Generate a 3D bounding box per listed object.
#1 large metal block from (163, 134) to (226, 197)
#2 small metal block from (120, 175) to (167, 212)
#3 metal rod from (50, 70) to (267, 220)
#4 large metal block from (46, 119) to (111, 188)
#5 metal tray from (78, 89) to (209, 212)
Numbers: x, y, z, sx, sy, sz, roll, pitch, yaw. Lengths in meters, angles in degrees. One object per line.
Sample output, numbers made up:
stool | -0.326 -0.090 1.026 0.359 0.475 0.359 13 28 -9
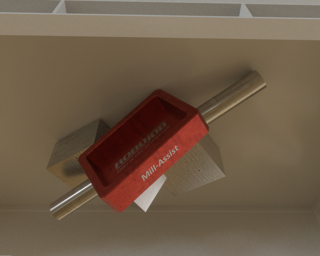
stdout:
large metal block | 0.032 0.040 0.426 0.080 0.050 0.080 -27 126 20
small metal block | -0.028 0.071 0.387 0.050 0.050 0.025 6 143 46
metal rod | -0.007 0.024 0.379 0.300 0.025 0.025 -33 124 7
large metal block | -0.091 0.046 0.426 0.080 0.050 0.080 -27 126 20
metal tray | -0.022 0.019 0.345 0.130 0.090 0.030 -42 126 -8
